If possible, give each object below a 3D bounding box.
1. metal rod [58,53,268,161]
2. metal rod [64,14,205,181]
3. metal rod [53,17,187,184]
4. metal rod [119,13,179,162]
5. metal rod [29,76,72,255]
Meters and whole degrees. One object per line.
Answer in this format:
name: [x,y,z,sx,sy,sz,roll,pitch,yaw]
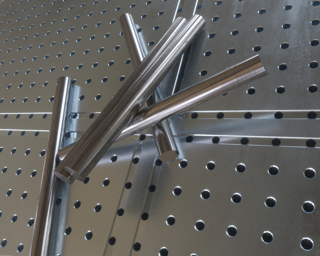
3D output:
metal rod: [-0.015,-0.013,0.390,0.300,0.025,0.025,-24,53,26]
metal rod: [-0.016,-0.058,0.403,0.025,0.025,0.301,13,53,33]
metal rod: [-0.037,-0.055,0.419,0.025,0.025,0.301,12,55,33]
metal rod: [-0.025,-0.080,0.468,0.025,0.025,0.299,-26,53,12]
metal rod: [-0.158,0.043,0.462,0.025,0.025,0.299,-16,55,18]
